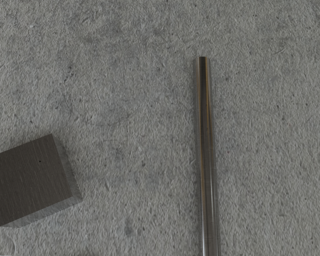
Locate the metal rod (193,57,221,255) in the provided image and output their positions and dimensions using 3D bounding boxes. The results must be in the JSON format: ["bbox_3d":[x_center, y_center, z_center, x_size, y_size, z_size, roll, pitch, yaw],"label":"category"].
[{"bbox_3d":[0.059,0.045,0.392,0.025,0.025,0.299,1,70,0],"label":"metal rod"}]

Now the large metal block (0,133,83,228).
[{"bbox_3d":[-0.149,0.064,0.370,0.080,0.050,0.080,-22,72,-8],"label":"large metal block"}]
